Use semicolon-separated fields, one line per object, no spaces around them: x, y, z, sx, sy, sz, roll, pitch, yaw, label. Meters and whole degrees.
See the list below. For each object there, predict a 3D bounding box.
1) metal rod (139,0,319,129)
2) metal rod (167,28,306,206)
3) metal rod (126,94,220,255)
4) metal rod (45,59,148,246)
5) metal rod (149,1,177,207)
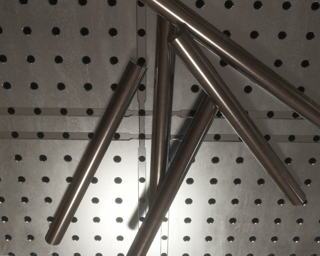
0.096;-0.081;0.368;0.301;0.025;0.025;30;107;-18;metal rod
0.110;0.002;0.394;0.025;0.025;0.300;-37;114;12;metal rod
0.014;0.079;0.419;0.025;0.025;0.298;24;99;-9;metal rod
-0.095;0.045;0.428;0.025;0.025;0.298;26;108;-10;metal rod
0.003;-0.012;0.408;0.025;0.025;0.298;3;110;-2;metal rod
